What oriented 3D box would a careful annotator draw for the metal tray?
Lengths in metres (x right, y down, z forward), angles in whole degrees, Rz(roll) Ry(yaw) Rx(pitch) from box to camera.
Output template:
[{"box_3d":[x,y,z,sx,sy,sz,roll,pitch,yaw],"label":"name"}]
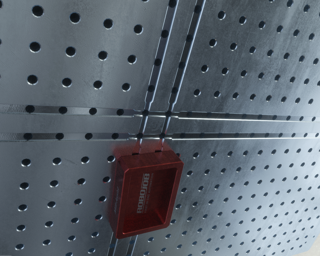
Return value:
[{"box_3d":[-0.021,0.099,0.459,0.091,0.030,0.129,-4,121,-27],"label":"metal tray"}]
